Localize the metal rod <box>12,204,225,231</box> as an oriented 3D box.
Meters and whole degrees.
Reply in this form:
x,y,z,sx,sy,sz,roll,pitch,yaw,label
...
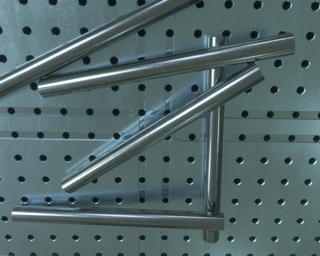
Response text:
x,y,z,sx,sy,sz,roll,pitch,yaw,label
-0.061,0.128,0.445,0.302,0.025,0.025,1,110,4,metal rod

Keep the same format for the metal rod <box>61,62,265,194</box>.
x,y,z,sx,sy,sz,roll,pitch,yaw,label
-0.009,0.008,0.399,0.300,0.025,0.025,-31,108,17,metal rod

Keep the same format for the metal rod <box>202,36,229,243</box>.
x,y,z,sx,sy,sz,roll,pitch,yaw,label
0.074,0.029,0.425,0.025,0.025,0.298,-2,110,0,metal rod

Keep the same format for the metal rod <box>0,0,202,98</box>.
x,y,z,sx,sy,sz,roll,pitch,yaw,label
-0.094,-0.099,0.375,0.301,0.025,0.025,-23,109,8,metal rod

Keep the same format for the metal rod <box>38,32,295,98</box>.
x,y,z,sx,sy,sz,roll,pitch,yaw,label
-0.001,-0.072,0.368,0.301,0.025,0.025,-8,110,10,metal rod
